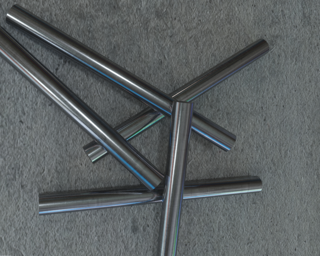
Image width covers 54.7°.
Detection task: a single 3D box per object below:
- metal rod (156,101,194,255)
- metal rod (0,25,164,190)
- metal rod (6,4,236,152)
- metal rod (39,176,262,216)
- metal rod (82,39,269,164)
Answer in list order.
[{"bbox_3d":[0.013,0.116,0.384,0.025,0.025,0.298,2,100,-20],"label":"metal rod"},{"bbox_3d":[-0.112,-0.037,0.349,0.300,0.025,0.025,43,76,-8],"label":"metal rod"},{"bbox_3d":[-0.037,-0.054,0.375,0.301,0.025,0.025,30,80,-10],"label":"metal rod"},{"bbox_3d":[0.003,0.086,0.409,0.302,0.025,0.025,-1,91,-20],"label":"metal rod"},{"bbox_3d":[0.033,-0.044,0.421,0.302,0.025,0.025,-33,101,-17],"label":"metal rod"}]
